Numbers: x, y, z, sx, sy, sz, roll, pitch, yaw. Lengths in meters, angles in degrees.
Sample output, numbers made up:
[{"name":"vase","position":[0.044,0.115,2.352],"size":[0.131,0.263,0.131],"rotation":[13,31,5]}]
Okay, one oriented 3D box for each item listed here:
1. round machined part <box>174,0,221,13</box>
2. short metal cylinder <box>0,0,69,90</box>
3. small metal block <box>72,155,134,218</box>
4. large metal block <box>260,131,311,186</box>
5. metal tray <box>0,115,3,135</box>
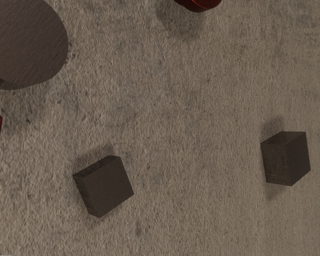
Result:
[{"name":"round machined part","position":[0.045,-0.211,0.433],"size":[0.099,0.042,0.097],"rotation":[0,90,-40]},{"name":"short metal cylinder","position":[-0.132,-0.076,0.279],"size":[0.081,0.050,0.079],"rotation":[0,90,-40]},{"name":"small metal block","position":[-0.063,0.065,0.353],"size":[0.050,0.025,0.050],"rotation":[-30,109,-36]},{"name":"large metal block","position":[0.243,0.056,0.596],"size":[0.081,0.050,0.079],"rotation":[-21,104,-38]},{"name":"metal tray","position":[-0.186,0.045,0.246],"size":[0.091,0.030,0.129],"rotation":[9,84,-40]}]
